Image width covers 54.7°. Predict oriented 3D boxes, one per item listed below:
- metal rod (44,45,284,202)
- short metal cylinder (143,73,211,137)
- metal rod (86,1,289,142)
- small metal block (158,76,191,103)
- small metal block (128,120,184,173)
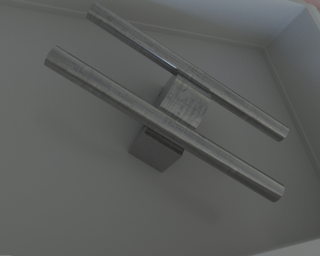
[{"bbox_3d":[0.012,0.001,0.349,0.301,0.025,0.025,31,52,-8],"label":"metal rod"},{"bbox_3d":[0.021,-0.023,0.395,0.050,0.080,0.080,32,51,-8],"label":"short metal cylinder"},{"bbox_3d":[0.042,-0.069,0.406,0.301,0.025,0.025,31,52,-8],"label":"metal rod"},{"bbox_3d":[0.033,-0.053,0.439,0.050,0.050,0.025,32,52,-8],"label":"small metal block"},{"bbox_3d":[-0.003,0.022,0.374,0.050,0.050,0.025,32,52,-8],"label":"small metal block"}]
